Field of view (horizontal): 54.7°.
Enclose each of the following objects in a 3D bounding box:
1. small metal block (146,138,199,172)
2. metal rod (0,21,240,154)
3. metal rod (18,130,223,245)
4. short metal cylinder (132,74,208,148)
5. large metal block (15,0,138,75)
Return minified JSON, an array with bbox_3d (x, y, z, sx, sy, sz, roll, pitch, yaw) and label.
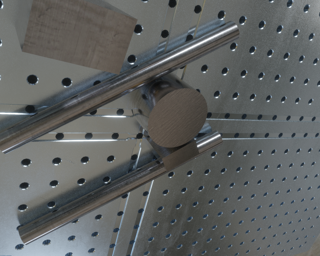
[{"bbox_3d":[0.017,0.025,0.421,0.050,0.050,0.025,-28,128,-11],"label":"small metal block"},{"bbox_3d":[-0.039,-0.053,0.358,0.302,0.025,0.025,-28,128,-11],"label":"metal rod"},{"bbox_3d":[-0.045,0.077,0.436,0.302,0.025,0.025,-25,128,-13],"label":"metal rod"},{"bbox_3d":[0.012,-0.022,0.389,0.081,0.050,0.079,-14,124,-21],"label":"short metal cylinder"},{"bbox_3d":[-0.078,-0.093,0.276,0.081,0.080,0.050,8,114,-33],"label":"large metal block"}]
